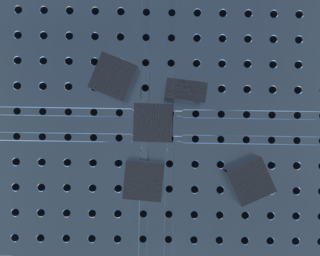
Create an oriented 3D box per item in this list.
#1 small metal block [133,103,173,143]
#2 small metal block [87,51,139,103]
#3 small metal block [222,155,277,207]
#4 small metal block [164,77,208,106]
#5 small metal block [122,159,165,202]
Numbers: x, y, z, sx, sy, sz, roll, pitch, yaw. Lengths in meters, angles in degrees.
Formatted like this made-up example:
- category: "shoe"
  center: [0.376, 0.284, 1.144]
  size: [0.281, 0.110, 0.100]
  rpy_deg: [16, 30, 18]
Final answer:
- category: "small metal block"
  center: [-0.009, -0.007, 0.413]
  size: [0.050, 0.025, 0.050]
  rpy_deg: [2, 90, 0]
- category: "small metal block"
  center: [-0.061, -0.067, 0.413]
  size: [0.050, 0.025, 0.050]
  rpy_deg: [22, 90, 0]
- category: "small metal block"
  center: [0.119, 0.070, 0.414]
  size: [0.050, 0.025, 0.050]
  rpy_deg: [-24, 90, 0]
- category: "small metal block"
  center: [0.032, -0.046, 0.401]
  size: [0.050, 0.050, 0.025]
  rpy_deg: [7, 90, 0]
- category: "small metal block"
  center: [-0.021, 0.069, 0.413]
  size: [0.050, 0.025, 0.050]
  rpy_deg: [5, 90, 0]
